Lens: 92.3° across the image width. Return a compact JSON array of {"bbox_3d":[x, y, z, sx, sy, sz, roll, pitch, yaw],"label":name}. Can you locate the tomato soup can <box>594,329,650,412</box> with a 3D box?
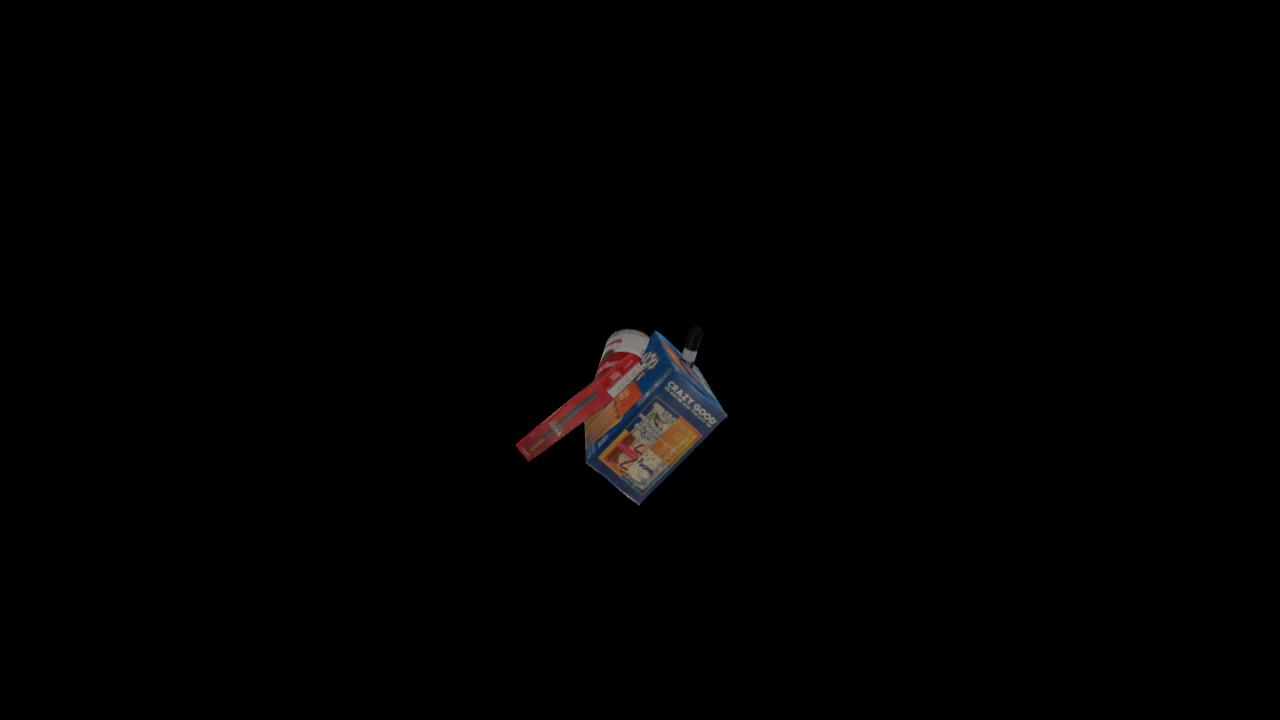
[{"bbox_3d":[-0.018,0.015,0.750,0.068,0.068,0.101,0,37,11],"label":"tomato soup can"}]

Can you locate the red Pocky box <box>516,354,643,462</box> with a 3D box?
[{"bbox_3d":[-0.069,0.055,0.694,0.155,0.028,0.083,-38,3,33],"label":"red Pocky box"}]

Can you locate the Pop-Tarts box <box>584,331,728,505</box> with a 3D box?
[{"bbox_3d":[0.009,0.060,0.722,0.083,0.141,0.167,41,9,-16],"label":"Pop-Tarts box"}]

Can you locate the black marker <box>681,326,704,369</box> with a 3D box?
[{"bbox_3d":[0.053,0.014,0.743,0.020,0.121,0.020,13,25,-6],"label":"black marker"}]
